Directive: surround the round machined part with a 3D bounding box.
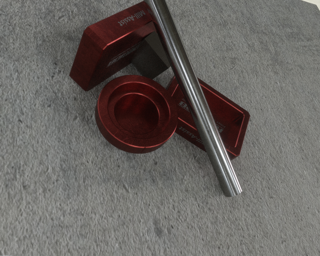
[{"bbox_3d":[-0.031,-0.013,0.382,0.099,0.042,0.098,9,62,-18],"label":"round machined part"}]

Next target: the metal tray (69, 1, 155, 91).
[{"bbox_3d":[-0.052,-0.110,0.403,0.030,0.090,0.131,45,51,2],"label":"metal tray"}]

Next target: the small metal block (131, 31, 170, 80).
[{"bbox_3d":[-0.012,-0.100,0.439,0.050,0.050,0.025,49,52,-13],"label":"small metal block"}]

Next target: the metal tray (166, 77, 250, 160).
[{"bbox_3d":[0.063,-0.019,0.449,0.130,0.030,0.090,33,51,-7],"label":"metal tray"}]

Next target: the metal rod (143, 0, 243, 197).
[{"bbox_3d":[0.039,-0.051,0.390,0.025,0.025,0.299,-30,100,-38],"label":"metal rod"}]
